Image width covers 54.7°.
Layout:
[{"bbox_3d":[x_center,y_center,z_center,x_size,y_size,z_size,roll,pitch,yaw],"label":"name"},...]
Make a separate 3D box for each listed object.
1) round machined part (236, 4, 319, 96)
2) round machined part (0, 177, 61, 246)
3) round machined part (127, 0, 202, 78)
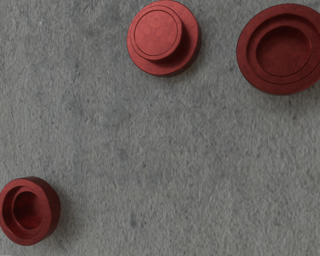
[{"bbox_3d":[0.139,-0.085,0.351,0.098,0.042,0.097,0,90,19],"label":"round machined part"},{"bbox_3d":[-0.191,0.121,0.465,0.098,0.042,0.097,0,90,19],"label":"round machined part"},{"bbox_3d":[0.001,-0.117,0.399,0.098,0.042,0.097,0,90,19],"label":"round machined part"}]
